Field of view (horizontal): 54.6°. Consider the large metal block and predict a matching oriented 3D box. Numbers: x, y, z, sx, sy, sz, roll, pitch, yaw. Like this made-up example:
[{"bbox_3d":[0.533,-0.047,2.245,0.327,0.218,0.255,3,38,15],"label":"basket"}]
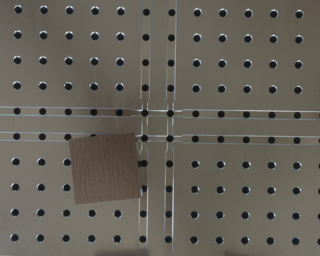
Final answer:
[{"bbox_3d":[-0.066,0.049,0.401,0.080,0.050,0.080,-6,90,0],"label":"large metal block"}]
